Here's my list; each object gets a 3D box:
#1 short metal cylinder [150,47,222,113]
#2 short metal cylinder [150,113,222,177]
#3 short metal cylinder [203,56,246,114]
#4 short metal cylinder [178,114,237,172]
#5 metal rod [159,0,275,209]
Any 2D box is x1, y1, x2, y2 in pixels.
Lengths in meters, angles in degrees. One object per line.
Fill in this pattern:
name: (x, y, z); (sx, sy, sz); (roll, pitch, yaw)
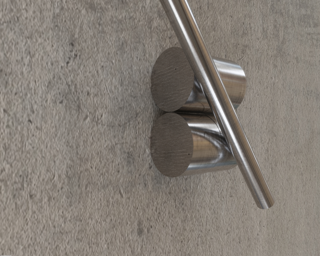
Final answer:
short metal cylinder: (0.032, -0.059, 0.398); (0.050, 0.080, 0.080); (1, 90, -40)
short metal cylinder: (0.031, 0.021, 0.397); (0.050, 0.080, 0.080); (1, 90, -40)
short metal cylinder: (0.071, -0.059, 0.430); (0.050, 0.080, 0.080); (1, 90, -40)
short metal cylinder: (0.070, 0.021, 0.430); (0.050, 0.080, 0.080); (1, 90, -40)
metal rod: (0.076, -0.018, 0.366); (0.025, 0.025, 0.299); (-44, 117, -31)
